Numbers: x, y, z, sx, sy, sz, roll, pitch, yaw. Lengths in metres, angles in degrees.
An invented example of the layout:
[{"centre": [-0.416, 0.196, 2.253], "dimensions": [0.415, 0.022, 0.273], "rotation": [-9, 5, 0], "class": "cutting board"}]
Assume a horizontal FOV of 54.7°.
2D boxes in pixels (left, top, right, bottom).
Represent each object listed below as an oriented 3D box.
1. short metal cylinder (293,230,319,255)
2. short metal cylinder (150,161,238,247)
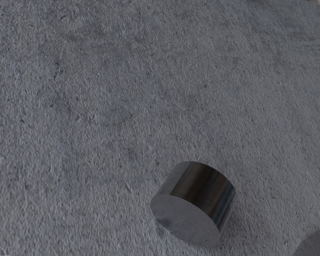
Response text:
[{"centre": [0.216, 0.165, 0.384], "dimensions": [0.081, 0.080, 0.050], "rotation": [-31, 79, -38], "class": "short metal cylinder"}, {"centre": [0.037, 0.083, 0.338], "dimensions": [0.080, 0.080, 0.050], "rotation": [41, 51, -1], "class": "short metal cylinder"}]
